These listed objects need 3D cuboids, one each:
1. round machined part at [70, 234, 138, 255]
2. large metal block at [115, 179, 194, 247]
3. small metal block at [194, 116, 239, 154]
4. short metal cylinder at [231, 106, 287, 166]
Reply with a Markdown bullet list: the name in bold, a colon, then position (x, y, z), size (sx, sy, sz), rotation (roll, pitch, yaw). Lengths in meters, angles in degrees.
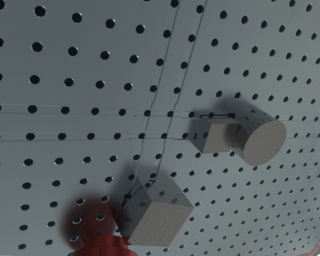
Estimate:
- **round machined part**: position (-0.082, 0.190, 0.456), size (0.099, 0.042, 0.097), rotation (-2, 140, -2)
- **large metal block**: position (-0.009, 0.131, 0.471), size (0.080, 0.050, 0.080), rotation (19, 108, -36)
- **small metal block**: position (0.084, 0.010, 0.463), size (0.050, 0.025, 0.050), rotation (-2, 119, -28)
- **short metal cylinder**: position (0.147, 0.012, 0.483), size (0.081, 0.050, 0.079), rotation (-14, 124, -21)
